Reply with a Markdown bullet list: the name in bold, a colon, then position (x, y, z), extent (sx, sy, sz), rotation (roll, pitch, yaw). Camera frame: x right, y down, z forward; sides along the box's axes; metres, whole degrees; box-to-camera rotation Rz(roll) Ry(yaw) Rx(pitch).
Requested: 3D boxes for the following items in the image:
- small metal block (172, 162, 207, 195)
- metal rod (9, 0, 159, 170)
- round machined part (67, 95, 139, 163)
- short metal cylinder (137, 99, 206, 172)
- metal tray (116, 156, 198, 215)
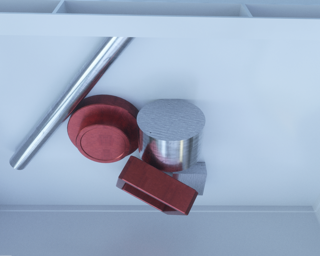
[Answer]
- **small metal block**: position (0.043, 0.078, 0.476), extent (0.050, 0.025, 0.050), rotation (2, 130, -2)
- **metal rod**: position (-0.108, -0.037, 0.375), extent (0.025, 0.025, 0.299), rotation (33, 123, -25)
- **round machined part**: position (-0.071, 0.008, 0.404), extent (0.099, 0.042, 0.097), rotation (-1, 130, 0)
- **short metal cylinder**: position (0.013, 0.007, 0.380), extent (0.081, 0.080, 0.050), rotation (0, 130, -1)
- **metal tray**: position (-0.011, 0.081, 0.413), extent (0.090, 0.030, 0.130), rotation (29, 162, -1)
